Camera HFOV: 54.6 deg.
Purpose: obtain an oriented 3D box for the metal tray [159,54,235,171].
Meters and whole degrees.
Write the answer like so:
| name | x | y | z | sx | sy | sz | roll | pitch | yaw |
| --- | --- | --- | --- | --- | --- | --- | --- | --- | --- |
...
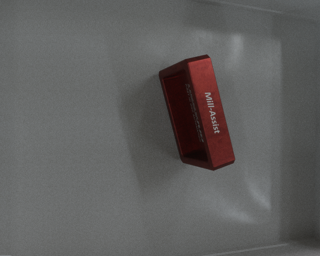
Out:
| name | x | y | z | sx | sy | sz | roll | pitch | yaw |
| --- | --- | --- | --- | --- | --- | --- | --- | --- | --- |
| metal tray | 0.043 | -0.017 | 0.388 | 0.030 | 0.090 | 0.129 | -17 | 96 | -20 |
